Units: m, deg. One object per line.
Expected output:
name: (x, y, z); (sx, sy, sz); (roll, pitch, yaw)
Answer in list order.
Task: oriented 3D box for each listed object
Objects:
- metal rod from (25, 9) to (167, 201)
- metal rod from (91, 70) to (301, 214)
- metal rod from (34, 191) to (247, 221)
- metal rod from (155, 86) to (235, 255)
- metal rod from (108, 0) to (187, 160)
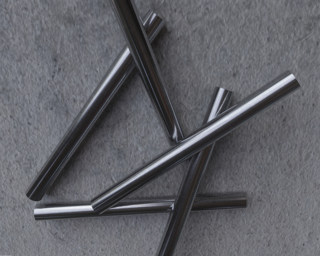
metal rod: (-0.091, -0.018, 0.401); (0.025, 0.025, 0.299); (35, 106, -12)
metal rod: (0.031, 0.027, 0.388); (0.300, 0.025, 0.025); (-34, 107, 16)
metal rod: (-0.028, 0.114, 0.451); (0.302, 0.025, 0.025); (-4, 110, 0)
metal rod: (0.036, 0.090, 0.420); (0.025, 0.025, 0.298); (17, 100, -7)
metal rod: (-0.019, -0.082, 0.353); (0.025, 0.025, 0.299); (-19, 119, 6)
